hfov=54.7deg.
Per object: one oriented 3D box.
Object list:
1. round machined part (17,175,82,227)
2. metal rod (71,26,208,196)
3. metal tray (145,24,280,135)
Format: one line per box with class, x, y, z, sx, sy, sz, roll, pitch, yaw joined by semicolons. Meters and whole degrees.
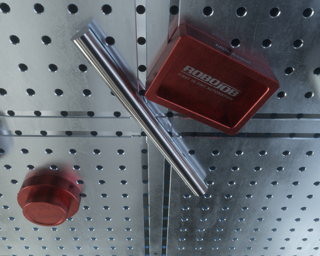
round machined part;-0.182;0.124;0.504;0.099;0.042;0.097;0;130;0
metal rod;-0.010;-0.001;0.410;0.025;0.025;0.300;-24;127;19
metal tray;0.059;-0.051;0.364;0.131;0.030;0.089;22;127;-18
